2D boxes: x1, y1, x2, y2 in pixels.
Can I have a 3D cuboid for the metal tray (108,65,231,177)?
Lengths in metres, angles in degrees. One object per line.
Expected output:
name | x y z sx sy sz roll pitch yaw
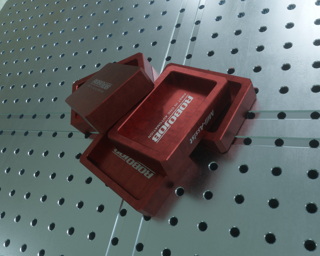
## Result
metal tray | 0.013 -0.015 0.368 0.090 0.030 0.130 22 62 36

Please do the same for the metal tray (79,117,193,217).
metal tray | -0.034 0.040 0.399 0.130 0.030 0.090 30 78 37

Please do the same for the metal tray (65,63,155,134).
metal tray | -0.073 -0.047 0.421 0.090 0.030 0.130 -43 28 -11

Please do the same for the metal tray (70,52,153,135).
metal tray | -0.074 -0.053 0.477 0.130 0.030 0.090 -20 54 16

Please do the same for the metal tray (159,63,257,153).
metal tray | 0.044 -0.031 0.401 0.130 0.030 0.090 21 72 36
